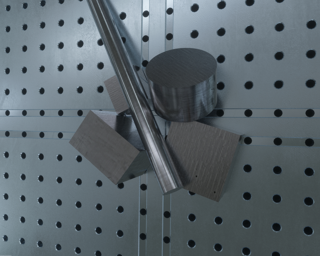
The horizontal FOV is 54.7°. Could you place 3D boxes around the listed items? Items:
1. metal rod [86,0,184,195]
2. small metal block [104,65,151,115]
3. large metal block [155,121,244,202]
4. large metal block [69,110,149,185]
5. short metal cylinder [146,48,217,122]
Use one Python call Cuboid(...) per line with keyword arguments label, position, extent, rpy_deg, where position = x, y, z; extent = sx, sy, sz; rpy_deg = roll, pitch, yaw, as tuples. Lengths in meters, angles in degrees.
Cuboid(label="metal rod", position=(-0.040, -0.060, 0.394), extent=(0.025, 0.025, 0.299), rpy_deg=(-29, 69, 17))
Cuboid(label="small metal block", position=(-0.042, -0.051, 0.427), extent=(0.050, 0.025, 0.050), rpy_deg=(-25, 82, 18))
Cuboid(label="large metal block", position=(0.050, 0.034, 0.381), extent=(0.080, 0.050, 0.080), rpy_deg=(19, 96, 18))
Cuboid(label="large metal block", position=(-0.054, 0.022, 0.401), extent=(0.080, 0.080, 0.050), rpy_deg=(39, 102, 15))
Cuboid(label="short metal cylinder", position=(0.027, -0.052, 0.366), extent=(0.080, 0.080, 0.050), rpy_deg=(9, 137, 19))
